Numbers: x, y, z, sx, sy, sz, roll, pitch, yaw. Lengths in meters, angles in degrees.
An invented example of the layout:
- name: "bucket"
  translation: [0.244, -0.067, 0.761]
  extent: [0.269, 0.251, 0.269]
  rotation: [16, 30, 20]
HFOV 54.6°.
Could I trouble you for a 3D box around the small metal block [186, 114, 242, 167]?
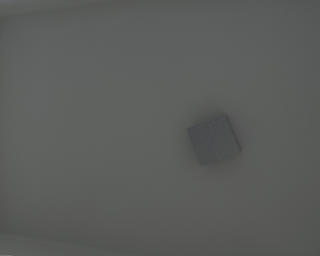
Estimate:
- name: "small metal block"
  translation: [0.068, 0.015, 0.387]
  extent: [0.050, 0.025, 0.050]
  rotation: [-23, 83, 18]
